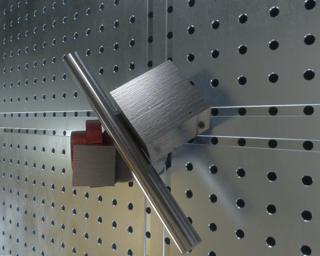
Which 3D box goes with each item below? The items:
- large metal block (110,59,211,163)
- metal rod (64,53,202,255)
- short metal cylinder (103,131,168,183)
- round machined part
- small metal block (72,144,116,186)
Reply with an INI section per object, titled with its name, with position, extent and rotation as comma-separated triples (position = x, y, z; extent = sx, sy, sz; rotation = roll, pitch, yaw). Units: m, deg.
[large metal block]
position = 0.001, -0.020, 0.359
extent = 0.080, 0.050, 0.080
rotation = -31, 63, -11
[metal rod]
position = -0.047, 0.012, 0.378
extent = 0.025, 0.025, 0.300
rotation = -51, 61, 28
[short metal cylinder]
position = -0.036, 0.031, 0.418
extent = 0.080, 0.050, 0.079
rotation = 0, 90, 40
[round machined part]
position = -0.104, 0.037, 0.446
extent = 0.098, 0.042, 0.097
rotation = 177, 89, -78
[small metal block]
position = -0.082, 0.046, 0.388
extent = 0.025, 0.050, 0.050
rotation = -166, 78, -80
